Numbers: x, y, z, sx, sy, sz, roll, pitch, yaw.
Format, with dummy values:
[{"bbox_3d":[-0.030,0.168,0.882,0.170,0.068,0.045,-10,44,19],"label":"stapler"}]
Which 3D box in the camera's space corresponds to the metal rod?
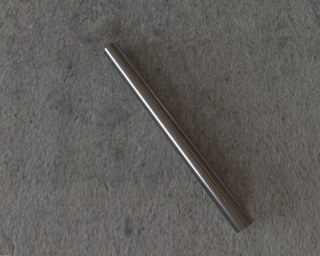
[{"bbox_3d":[0.015,0.001,0.407,0.025,0.025,0.299,-33,74,-12],"label":"metal rod"}]
